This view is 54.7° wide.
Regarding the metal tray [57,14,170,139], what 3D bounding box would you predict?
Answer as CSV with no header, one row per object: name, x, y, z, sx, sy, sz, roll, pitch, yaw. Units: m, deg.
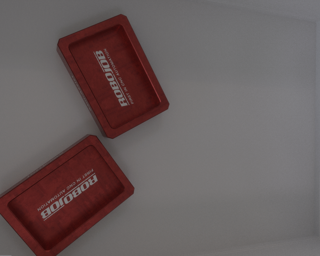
metal tray,-0.057,-0.063,0.386,0.091,0.030,0.129,-30,100,-18

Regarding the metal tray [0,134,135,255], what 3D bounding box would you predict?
metal tray,-0.108,0.079,0.367,0.131,0.030,0.090,-37,102,-16
